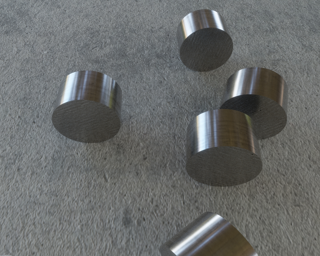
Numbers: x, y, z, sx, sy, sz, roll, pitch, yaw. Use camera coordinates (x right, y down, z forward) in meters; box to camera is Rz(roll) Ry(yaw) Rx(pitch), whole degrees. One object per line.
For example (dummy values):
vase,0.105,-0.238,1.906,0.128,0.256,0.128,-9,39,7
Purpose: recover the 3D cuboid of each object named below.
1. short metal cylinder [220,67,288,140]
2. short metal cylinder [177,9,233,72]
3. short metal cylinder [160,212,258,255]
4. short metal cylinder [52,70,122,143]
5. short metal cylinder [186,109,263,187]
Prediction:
short metal cylinder,0.119,-0.030,0.393,0.080,0.080,0.050,13,51,10
short metal cylinder,0.068,-0.134,0.481,0.081,0.080,0.050,-3,50,-3
short metal cylinder,0.044,0.121,0.266,0.050,0.080,0.080,-30,57,-23
short metal cylinder,-0.089,-0.025,0.388,0.081,0.080,0.050,-2,50,-2
short metal cylinder,0.070,0.024,0.348,0.080,0.080,0.050,3,50,2
